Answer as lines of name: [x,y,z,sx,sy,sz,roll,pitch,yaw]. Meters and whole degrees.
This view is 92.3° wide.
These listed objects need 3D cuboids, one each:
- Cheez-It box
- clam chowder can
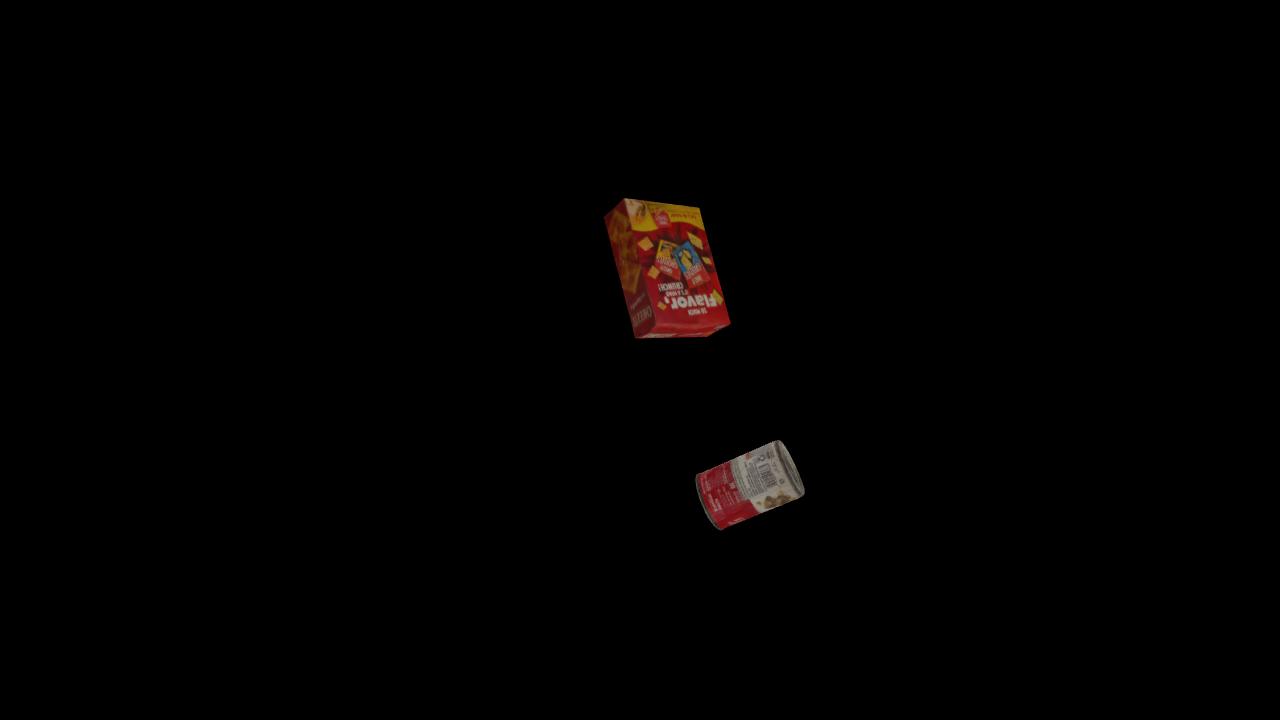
Cheez-It box: [0.047,-0.149,1.019,0.166,0.223,0.071,-4,-17,-37]
clam chowder can: [0.122,0.138,0.682,0.102,0.068,0.068,-28,-8,16]
